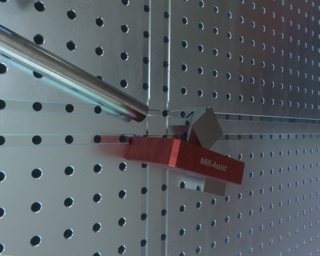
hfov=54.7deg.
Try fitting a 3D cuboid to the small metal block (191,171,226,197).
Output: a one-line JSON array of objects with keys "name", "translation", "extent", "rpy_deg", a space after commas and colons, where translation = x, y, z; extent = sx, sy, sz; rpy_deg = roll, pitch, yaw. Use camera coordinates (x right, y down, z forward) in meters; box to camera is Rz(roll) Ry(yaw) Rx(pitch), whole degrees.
[{"name": "small metal block", "translation": [0.078, 0.075, 0.478], "extent": [0.050, 0.025, 0.050], "rpy_deg": [21, 77, -38]}]

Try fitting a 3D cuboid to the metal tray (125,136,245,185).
[{"name": "metal tray", "translation": [0.034, 0.043, 0.397], "extent": [0.131, 0.090, 0.030], "rpy_deg": [21, 77, -39]}]

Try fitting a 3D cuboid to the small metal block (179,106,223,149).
[{"name": "small metal block", "translation": [0.063, 0.002, 0.465], "extent": [0.050, 0.025, 0.050], "rpy_deg": [-42, 116, -32]}]

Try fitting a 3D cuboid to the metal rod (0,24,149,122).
[{"name": "metal rod", "translation": [-0.130, -0.073, 0.300], "extent": [0.301, 0.025, 0.025], "rpy_deg": [27, 73, -37]}]
